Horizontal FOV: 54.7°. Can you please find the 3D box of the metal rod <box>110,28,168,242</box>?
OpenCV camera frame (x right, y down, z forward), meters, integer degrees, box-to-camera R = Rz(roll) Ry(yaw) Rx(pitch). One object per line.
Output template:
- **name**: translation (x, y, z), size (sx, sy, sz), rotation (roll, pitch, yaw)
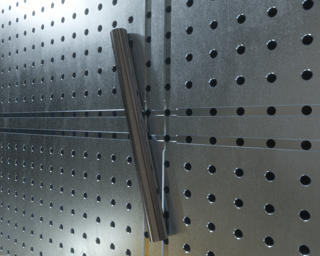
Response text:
- **metal rod**: translation (-0.031, 0.003, 0.433), size (0.025, 0.025, 0.298), rotation (-19, 78, 38)
